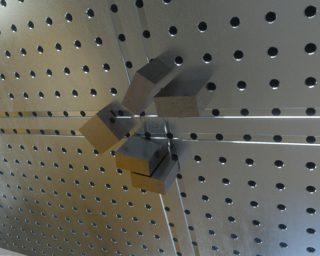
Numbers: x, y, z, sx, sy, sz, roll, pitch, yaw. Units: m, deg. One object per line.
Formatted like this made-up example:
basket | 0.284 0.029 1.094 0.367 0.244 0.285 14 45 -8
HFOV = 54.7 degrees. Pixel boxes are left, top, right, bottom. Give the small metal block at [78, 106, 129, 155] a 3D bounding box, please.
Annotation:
small metal block | -0.084 0.004 0.456 0.050 0.025 0.050 -34 100 38

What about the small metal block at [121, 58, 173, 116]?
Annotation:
small metal block | -0.016 -0.050 0.371 0.025 0.050 0.050 35 129 5

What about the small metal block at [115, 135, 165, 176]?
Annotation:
small metal block | -0.027 0.036 0.430 0.050 0.050 0.025 10 123 22

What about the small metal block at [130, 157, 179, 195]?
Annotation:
small metal block | -0.006 0.063 0.436 0.050 0.050 0.025 10 123 22

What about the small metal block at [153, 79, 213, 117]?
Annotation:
small metal block | 0.028 -0.035 0.358 0.050 0.050 0.025 1 119 27
